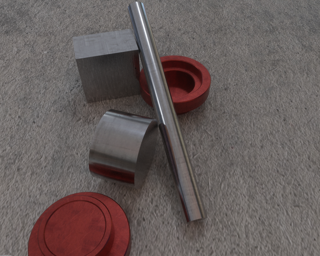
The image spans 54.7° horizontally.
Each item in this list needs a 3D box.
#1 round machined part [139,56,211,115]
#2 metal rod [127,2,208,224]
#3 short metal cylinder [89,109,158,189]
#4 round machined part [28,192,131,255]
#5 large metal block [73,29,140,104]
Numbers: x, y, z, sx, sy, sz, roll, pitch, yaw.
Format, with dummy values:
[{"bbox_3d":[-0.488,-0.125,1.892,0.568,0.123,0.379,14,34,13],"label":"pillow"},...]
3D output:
[{"bbox_3d":[0.020,-0.056,0.440,0.099,0.042,0.098,0,50,0],"label":"round machined part"},{"bbox_3d":[0.002,-0.036,0.381,0.025,0.025,0.299,-11,67,-9],"label":"metal rod"},{"bbox_3d":[-0.038,0.023,0.348,0.050,0.080,0.080,13,51,11],"label":"short metal cylinder"},{"bbox_3d":[-0.079,0.106,0.303,0.099,0.042,0.098,0,50,0],"label":"round machined part"},{"bbox_3d":[-0.073,-0.087,0.440,0.081,0.080,0.050,-11,51,-9],"label":"large metal block"}]
